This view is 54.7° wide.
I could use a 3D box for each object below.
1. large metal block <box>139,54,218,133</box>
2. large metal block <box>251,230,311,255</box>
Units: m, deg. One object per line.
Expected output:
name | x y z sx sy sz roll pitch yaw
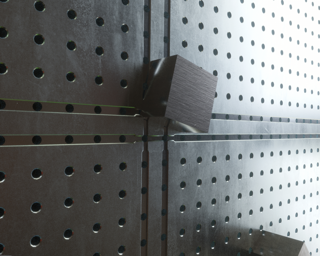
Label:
large metal block | 0.027 -0.042 0.418 0.080 0.050 0.080 19 78 -39
large metal block | 0.228 0.243 0.569 0.050 0.080 0.080 -47 118 -30
